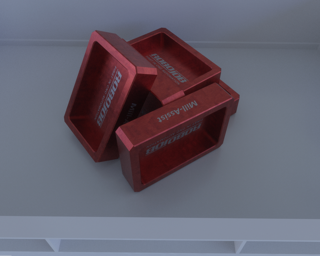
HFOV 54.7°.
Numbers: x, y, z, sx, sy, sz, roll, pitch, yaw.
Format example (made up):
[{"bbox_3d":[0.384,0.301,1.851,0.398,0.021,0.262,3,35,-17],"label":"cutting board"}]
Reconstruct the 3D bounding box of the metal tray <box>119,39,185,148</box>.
[{"bbox_3d":[-0.023,-0.043,0.396,0.030,0.089,0.130,-30,57,-23],"label":"metal tray"}]

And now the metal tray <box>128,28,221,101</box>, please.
[{"bbox_3d":[0.009,-0.086,0.433,0.091,0.030,0.130,-30,56,-23],"label":"metal tray"}]

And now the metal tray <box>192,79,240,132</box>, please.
[{"bbox_3d":[0.037,-0.053,0.447,0.091,0.030,0.130,-28,55,-20],"label":"metal tray"}]

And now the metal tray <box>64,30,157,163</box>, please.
[{"bbox_3d":[-0.064,-0.035,0.366,0.030,0.129,0.090,-6,42,-47],"label":"metal tray"}]

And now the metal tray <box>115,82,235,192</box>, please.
[{"bbox_3d":[0.018,0.011,0.351,0.131,0.089,0.030,-26,55,-21],"label":"metal tray"}]
